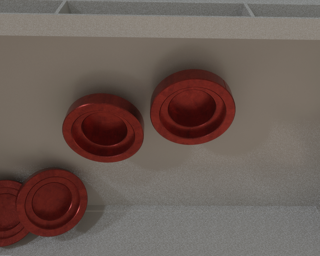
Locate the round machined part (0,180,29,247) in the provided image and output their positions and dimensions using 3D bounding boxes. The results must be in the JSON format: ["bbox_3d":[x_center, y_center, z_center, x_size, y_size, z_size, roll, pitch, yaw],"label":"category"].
[{"bbox_3d":[-0.241,0.130,0.483,0.099,0.098,0.042,17,167,-14],"label":"round machined part"}]

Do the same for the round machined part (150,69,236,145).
[{"bbox_3d":[0.038,-0.029,0.374,0.099,0.042,0.097,0,130,0],"label":"round machined part"}]

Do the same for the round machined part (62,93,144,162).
[{"bbox_3d":[-0.069,-0.004,0.393,0.099,0.042,0.097,0,130,0],"label":"round machined part"}]

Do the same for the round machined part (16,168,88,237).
[{"bbox_3d":[-0.163,0.108,0.465,0.098,0.098,0.042,32,166,-24],"label":"round machined part"}]
